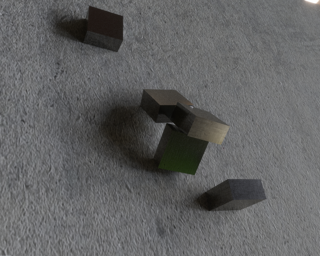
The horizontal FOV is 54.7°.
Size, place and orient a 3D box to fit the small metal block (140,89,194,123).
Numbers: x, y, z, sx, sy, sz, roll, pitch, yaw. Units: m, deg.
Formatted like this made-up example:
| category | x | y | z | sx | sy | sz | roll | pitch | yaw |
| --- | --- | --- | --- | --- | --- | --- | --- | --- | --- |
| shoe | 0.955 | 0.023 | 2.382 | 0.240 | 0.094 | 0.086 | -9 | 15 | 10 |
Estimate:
| category | x | y | z | sx | sy | sz | roll | pitch | yaw |
| --- | --- | --- | --- | --- | --- | --- | --- | --- | --- |
| small metal block | 0.008 | -0.030 | 0.412 | 0.050 | 0.025 | 0.050 | -2 | 30 | -29 |

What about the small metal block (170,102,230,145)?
| category | x | y | z | sx | sy | sz | roll | pitch | yaw |
| --- | --- | --- | --- | --- | --- | --- | --- | --- | --- |
| small metal block | 0.048 | -0.006 | 0.379 | 0.050 | 0.025 | 0.050 | 15 | 16 | -28 |

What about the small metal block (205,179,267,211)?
| category | x | y | z | sx | sy | sz | roll | pitch | yaw |
| --- | --- | --- | --- | --- | --- | --- | --- | --- | --- |
| small metal block | 0.093 | 0.084 | 0.386 | 0.050 | 0.050 | 0.025 | 5 | 60 | -26 |

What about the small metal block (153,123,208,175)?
| category | x | y | z | sx | sy | sz | roll | pitch | yaw |
| --- | --- | --- | --- | --- | --- | --- | --- | --- | --- |
| small metal block | 0.026 | 0.026 | 0.382 | 0.050 | 0.050 | 0.025 | 14 | 17 | -21 |

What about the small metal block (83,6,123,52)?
| category | x | y | z | sx | sy | sz | roll | pitch | yaw |
| --- | --- | --- | --- | --- | --- | --- | --- | --- | --- |
| small metal block | -0.081 | -0.142 | 0.447 | 0.050 | 0.025 | 0.050 | 10 | 58 | -23 |
